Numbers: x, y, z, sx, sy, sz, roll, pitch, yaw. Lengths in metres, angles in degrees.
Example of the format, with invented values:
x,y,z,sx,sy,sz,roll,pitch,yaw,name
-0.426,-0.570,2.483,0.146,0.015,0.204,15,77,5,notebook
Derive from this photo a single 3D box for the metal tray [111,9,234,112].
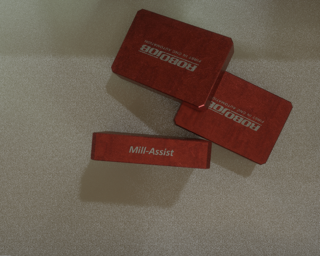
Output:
x,y,z,sx,sy,sz,roll,pitch,yaw,name
0.015,-0.086,0.389,0.130,0.030,0.090,24,89,17,metal tray

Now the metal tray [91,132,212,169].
x,y,z,sx,sy,sz,roll,pitch,yaw,name
-0.009,0.025,0.378,0.131,0.090,0.030,5,90,-1,metal tray

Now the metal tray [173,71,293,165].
x,y,z,sx,sy,sz,roll,pitch,yaw,name
0.094,-0.019,0.410,0.131,0.030,0.090,26,90,-1,metal tray
